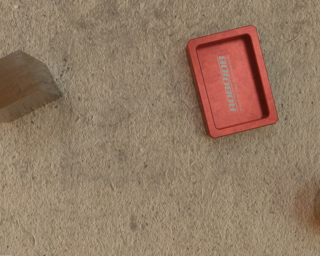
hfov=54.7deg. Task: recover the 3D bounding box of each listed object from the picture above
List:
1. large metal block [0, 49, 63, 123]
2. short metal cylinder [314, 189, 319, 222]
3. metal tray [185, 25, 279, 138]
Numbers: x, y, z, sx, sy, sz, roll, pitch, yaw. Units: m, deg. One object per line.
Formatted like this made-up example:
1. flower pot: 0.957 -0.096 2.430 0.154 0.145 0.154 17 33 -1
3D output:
1. large metal block: -0.180 -0.047 0.381 0.080 0.080 0.050 -27 90 0
2. short metal cylinder: 0.240 0.103 0.387 0.080 0.050 0.080 -1 86 21
3. metal tray: 0.093 -0.059 0.407 0.091 0.030 0.129 -14 90 0
